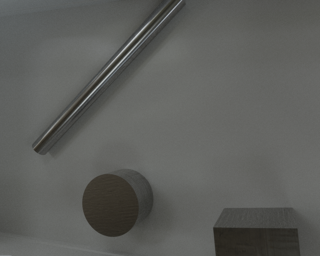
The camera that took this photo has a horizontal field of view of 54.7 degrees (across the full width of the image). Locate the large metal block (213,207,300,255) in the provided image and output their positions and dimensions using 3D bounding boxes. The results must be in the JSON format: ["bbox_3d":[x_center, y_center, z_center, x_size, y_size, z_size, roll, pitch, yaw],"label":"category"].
[{"bbox_3d":[0.108,0.123,0.343,0.080,0.080,0.050,-6,88,19],"label":"large metal block"}]

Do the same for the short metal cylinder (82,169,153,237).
[{"bbox_3d":[-0.055,0.098,0.416,0.080,0.050,0.079,0,90,19],"label":"short metal cylinder"}]

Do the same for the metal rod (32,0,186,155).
[{"bbox_3d":[-0.080,-0.069,0.437,0.299,0.025,0.025,-44,77,14],"label":"metal rod"}]
